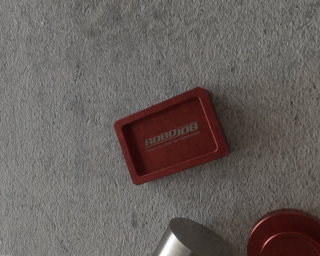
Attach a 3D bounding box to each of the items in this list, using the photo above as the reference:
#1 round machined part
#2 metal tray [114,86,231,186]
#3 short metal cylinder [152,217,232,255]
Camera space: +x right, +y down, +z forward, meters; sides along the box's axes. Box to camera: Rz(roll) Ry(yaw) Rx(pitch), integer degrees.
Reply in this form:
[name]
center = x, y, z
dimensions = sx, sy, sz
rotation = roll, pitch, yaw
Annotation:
[round machined part]
center = 0.149, 0.144, 0.348
dimensions = 0.098, 0.042, 0.097
rotation = 0, 90, 20
[metal tray]
center = 0.014, 0.012, 0.401
dimensions = 0.130, 0.030, 0.090
rotation = -21, 83, 18
[short metal cylinder]
center = 0.036, 0.151, 0.367
dimensions = 0.080, 0.080, 0.050
rotation = 29, 100, 17
